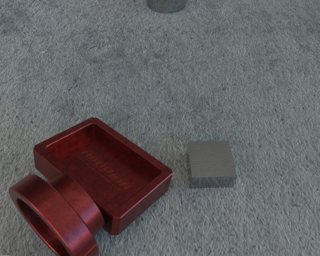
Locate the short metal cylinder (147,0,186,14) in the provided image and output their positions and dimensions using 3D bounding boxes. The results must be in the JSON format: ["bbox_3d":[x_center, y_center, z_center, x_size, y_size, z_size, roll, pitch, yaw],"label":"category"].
[{"bbox_3d":[0.013,-0.272,0.616,0.081,0.050,0.080,0,50,0],"label":"short metal cylinder"}]

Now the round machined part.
[{"bbox_3d":[-0.090,0.081,0.287,0.098,0.097,0.042,32,52,24],"label":"round machined part"}]

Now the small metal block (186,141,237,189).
[{"bbox_3d":[0.060,0.043,0.368,0.050,0.025,0.050,-1,50,-2],"label":"small metal block"}]

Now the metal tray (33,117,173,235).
[{"bbox_3d":[-0.064,0.045,0.346,0.130,0.030,0.091,33,42,24],"label":"metal tray"}]
